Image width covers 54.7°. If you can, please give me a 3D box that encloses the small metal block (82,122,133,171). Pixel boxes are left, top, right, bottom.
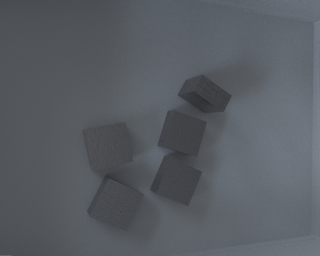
[{"bbox_3d":[-0.065,0.022,0.387,0.050,0.025,0.050,-12,94,-20],"label":"small metal block"}]

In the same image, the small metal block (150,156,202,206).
[{"bbox_3d":[0.022,0.072,0.420,0.050,0.025,0.050,26,81,-19],"label":"small metal block"}]

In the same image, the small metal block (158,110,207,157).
[{"bbox_3d":[0.030,0.008,0.423,0.050,0.025,0.050,18,84,-20],"label":"small metal block"}]

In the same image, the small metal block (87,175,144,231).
[{"bbox_3d":[-0.056,0.094,0.391,0.050,0.025,0.050,29,80,-18],"label":"small metal block"}]

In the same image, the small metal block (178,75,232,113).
[{"bbox_3d":[0.060,-0.044,0.421,0.050,0.050,0.025,32,80,-18],"label":"small metal block"}]
